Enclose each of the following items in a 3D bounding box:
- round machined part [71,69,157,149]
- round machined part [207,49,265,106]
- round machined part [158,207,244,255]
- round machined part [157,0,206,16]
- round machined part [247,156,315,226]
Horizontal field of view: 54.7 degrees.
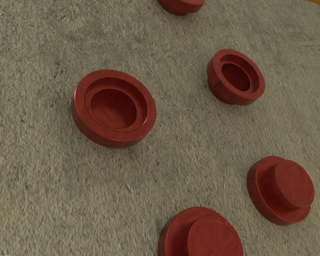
[{"bbox_3d":[-0.057,-0.019,0.373,0.099,0.042,0.098,14,56,-21],"label":"round machined part"},{"bbox_3d":[0.117,-0.077,0.503,0.099,0.042,0.098,14,56,-21],"label":"round machined part"},{"bbox_3d":[0.051,0.134,0.338,0.099,0.042,0.098,14,56,-21],"label":"round machined part"},{"bbox_3d":[0.032,-0.242,0.558,0.099,0.042,0.098,14,56,-21],"label":"round machined part"},{"bbox_3d":[0.176,0.083,0.436,0.099,0.042,0.098,14,56,-21],"label":"round machined part"}]
